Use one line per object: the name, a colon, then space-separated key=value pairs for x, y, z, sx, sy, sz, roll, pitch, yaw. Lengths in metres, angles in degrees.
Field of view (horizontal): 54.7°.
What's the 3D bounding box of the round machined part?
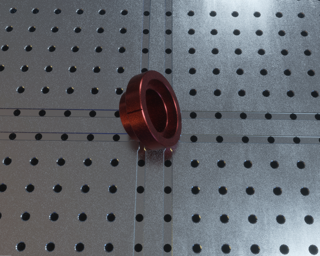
round machined part: x=-0.014 y=-0.020 z=0.389 sx=0.042 sy=0.098 sz=0.098 roll=-14 pitch=67 yaw=28
